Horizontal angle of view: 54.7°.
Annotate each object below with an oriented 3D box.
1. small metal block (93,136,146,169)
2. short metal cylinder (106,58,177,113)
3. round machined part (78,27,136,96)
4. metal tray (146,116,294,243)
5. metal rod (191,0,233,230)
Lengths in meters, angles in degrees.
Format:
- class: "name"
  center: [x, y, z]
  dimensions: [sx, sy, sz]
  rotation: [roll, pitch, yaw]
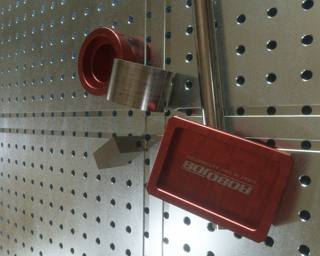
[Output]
- class: "small metal block"
  center: [-0.057, 0.034, 0.438]
  dimensions: [0.050, 0.050, 0.025]
  rotation: [-36, 68, 34]
- class: "short metal cylinder"
  center: [-0.023, -0.054, 0.391]
  dimensions: [0.080, 0.081, 0.050]
  rotation: [22, 104, 37]
- class: "round machined part"
  center: [-0.074, -0.094, 0.457]
  dimensions: [0.098, 0.042, 0.097]
  rotation: [0, 90, 39]
- class: "metal tray"
  center: [0.059, 0.049, 0.325]
  dimensions: [0.130, 0.030, 0.089]
  rotation: [20, 95, 21]
- class: "metal rod"
  center: [0.059, -0.037, 0.358]
  dimensions: [0.025, 0.025, 0.298]
  rotation: [-8, 85, 39]
